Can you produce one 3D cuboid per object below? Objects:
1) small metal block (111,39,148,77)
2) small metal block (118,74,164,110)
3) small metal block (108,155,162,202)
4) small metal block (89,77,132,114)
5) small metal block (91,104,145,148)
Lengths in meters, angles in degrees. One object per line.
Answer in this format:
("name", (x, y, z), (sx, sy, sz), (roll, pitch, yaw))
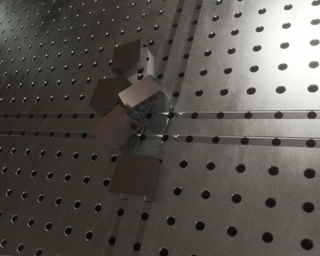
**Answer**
("small metal block", (-0.048, -0.111, 0.500), (0.050, 0.025, 0.050), (-12, 57, 21))
("small metal block", (-0.025, -0.048, 0.430), (0.050, 0.050, 0.025), (-31, 90, 7))
("small metal block", (-0.030, 0.062, 0.385), (0.050, 0.025, 0.050), (-1, 61, 27))
("small metal block", (-0.074, -0.050, 0.476), (0.050, 0.025, 0.050), (1, 62, 28))
("small metal block", (-0.055, -0.001, 0.414), (0.050, 0.050, 0.025), (-41, 71, 7))
